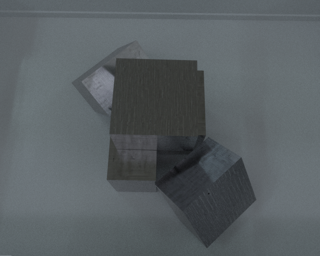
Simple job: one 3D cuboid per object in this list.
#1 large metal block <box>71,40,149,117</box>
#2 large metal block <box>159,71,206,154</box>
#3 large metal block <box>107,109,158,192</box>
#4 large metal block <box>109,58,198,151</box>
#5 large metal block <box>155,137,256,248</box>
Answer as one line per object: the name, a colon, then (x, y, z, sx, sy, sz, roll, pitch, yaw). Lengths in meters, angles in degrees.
large metal block: (-0.058, -0.062, 0.393, 0.080, 0.080, 0.050, -41, 110, -14)
large metal block: (0.025, -0.016, 0.384, 0.050, 0.080, 0.080, 1, 70, 0)
large metal block: (-0.029, 0.030, 0.368, 0.050, 0.080, 0.080, 1, 70, 0)
large metal block: (-0.004, -0.022, 0.317, 0.080, 0.050, 0.080, 2, 70, 0)
large metal block: (0.053, 0.072, 0.345, 0.080, 0.080, 0.050, -40, 40, -13)
